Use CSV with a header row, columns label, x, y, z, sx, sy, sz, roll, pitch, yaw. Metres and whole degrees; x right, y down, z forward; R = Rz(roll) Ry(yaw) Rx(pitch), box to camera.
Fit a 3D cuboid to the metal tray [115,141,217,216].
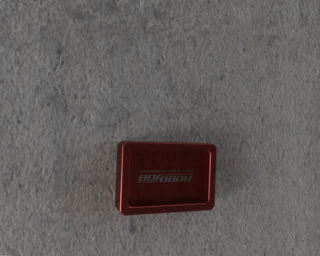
label,x,y,z,sx,sy,sz,roll,pitch,yaw
metal tray,0.009,0.064,0.410,0.131,0.030,0.089,2,89,-21
